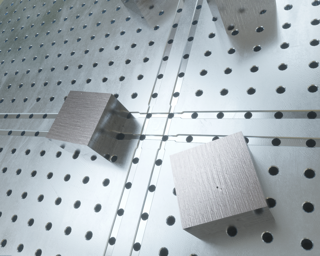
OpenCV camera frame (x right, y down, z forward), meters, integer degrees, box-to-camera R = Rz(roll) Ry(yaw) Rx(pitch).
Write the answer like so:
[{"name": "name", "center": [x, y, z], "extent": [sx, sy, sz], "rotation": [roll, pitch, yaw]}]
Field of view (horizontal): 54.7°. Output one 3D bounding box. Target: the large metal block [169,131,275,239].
[{"name": "large metal block", "center": [0.062, 0.061, 0.322], "extent": [0.080, 0.050, 0.080], "rotation": [-20, 54, 15]}]

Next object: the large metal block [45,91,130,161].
[{"name": "large metal block", "center": [-0.103, -0.005, 0.447], "extent": [0.080, 0.050, 0.080], "rotation": [8, 65, 31]}]

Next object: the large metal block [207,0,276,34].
[{"name": "large metal block", "center": [0.109, -0.196, 0.436], "extent": [0.080, 0.080, 0.050], "rotation": [-30, 52, 9]}]

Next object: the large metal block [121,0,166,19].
[{"name": "large metal block", "center": [-0.029, -0.256, 0.562], "extent": [0.080, 0.050, 0.080], "rotation": [-43, 51, -2]}]
